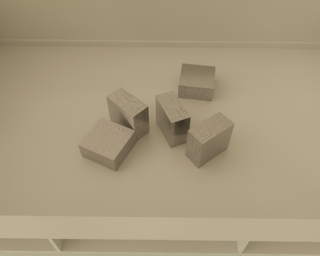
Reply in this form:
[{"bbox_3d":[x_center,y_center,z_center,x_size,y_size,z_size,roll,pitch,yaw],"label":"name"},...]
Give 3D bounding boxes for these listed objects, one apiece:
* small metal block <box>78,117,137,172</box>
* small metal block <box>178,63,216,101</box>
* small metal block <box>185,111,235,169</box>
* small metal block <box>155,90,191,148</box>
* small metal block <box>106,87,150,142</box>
[{"bbox_3d":[-0.065,0.020,0.388,0.050,0.025,0.050,21,53,17],"label":"small metal block"},{"bbox_3d":[0.055,-0.069,0.463,0.050,0.025,0.050,7,50,5],"label":"small metal block"},{"bbox_3d":[0.059,0.015,0.377,0.050,0.050,0.025,-30,56,-23],"label":"small metal block"},{"bbox_3d":[0.015,-0.011,0.398,0.025,0.050,0.050,-18,52,-14],"label":"small metal block"},{"bbox_3d":[-0.041,-0.017,0.403,0.050,0.050,0.025,37,59,26],"label":"small metal block"}]
